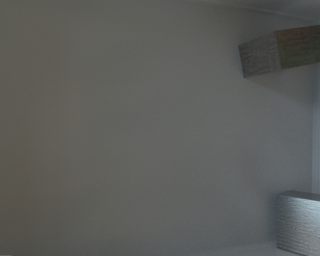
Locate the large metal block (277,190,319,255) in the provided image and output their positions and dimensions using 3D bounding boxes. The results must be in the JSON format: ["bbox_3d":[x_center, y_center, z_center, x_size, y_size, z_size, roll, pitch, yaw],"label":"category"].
[{"bbox_3d":[0.223,0.141,0.459,0.050,0.080,0.079,1,90,-46],"label":"large metal block"}]

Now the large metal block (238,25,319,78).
[{"bbox_3d":[0.174,-0.109,0.447,0.081,0.080,0.050,-13,95,-20],"label":"large metal block"}]
